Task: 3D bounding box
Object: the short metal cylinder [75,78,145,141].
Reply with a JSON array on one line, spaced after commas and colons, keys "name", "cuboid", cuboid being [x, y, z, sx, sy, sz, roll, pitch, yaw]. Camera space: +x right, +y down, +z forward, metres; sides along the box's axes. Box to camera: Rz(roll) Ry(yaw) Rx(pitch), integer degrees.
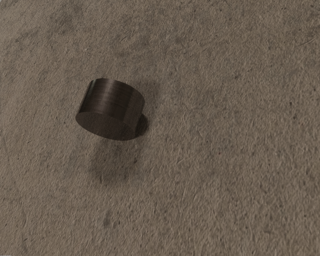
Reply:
[{"name": "short metal cylinder", "cuboid": [-0.065, -0.023, 0.415, 0.080, 0.080, 0.050, 1, 62, 28]}]
